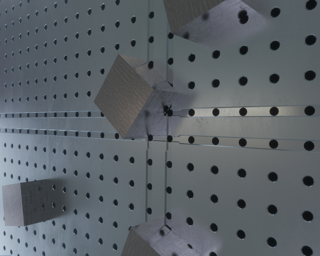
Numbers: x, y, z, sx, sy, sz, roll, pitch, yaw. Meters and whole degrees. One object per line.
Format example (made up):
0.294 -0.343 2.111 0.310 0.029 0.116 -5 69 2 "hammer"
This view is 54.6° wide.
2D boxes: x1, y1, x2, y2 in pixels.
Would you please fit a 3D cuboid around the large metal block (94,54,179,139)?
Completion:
-0.035 -0.042 0.423 0.080 0.050 0.080 48 118 29 "large metal block"

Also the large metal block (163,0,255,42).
0.050 -0.156 0.353 0.080 0.050 0.080 -21 77 38 "large metal block"

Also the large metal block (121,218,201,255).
-0.006 0.179 0.399 0.080 0.050 0.080 31 109 36 "large metal block"

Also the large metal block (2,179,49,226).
-0.269 0.149 0.618 0.080 0.050 0.080 -14 81 39 "large metal block"
